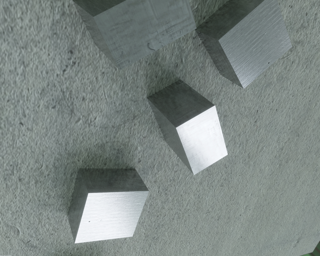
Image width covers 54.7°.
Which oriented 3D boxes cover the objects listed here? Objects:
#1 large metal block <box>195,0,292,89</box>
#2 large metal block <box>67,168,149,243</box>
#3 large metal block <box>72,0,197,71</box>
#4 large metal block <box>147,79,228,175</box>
[{"bbox_3d":[0.103,-0.110,0.379,0.080,0.050,0.080,-41,130,0],"label":"large metal block"},{"bbox_3d":[-0.071,0.101,0.414,0.081,0.050,0.079,5,116,-31],"label":"large metal block"},{"bbox_3d":[-0.026,-0.107,0.291,0.080,0.080,0.050,-31,129,-9],"label":"large metal block"},{"bbox_3d":[0.034,-0.003,0.388,0.050,0.080,0.080,-30,129,-9],"label":"large metal block"}]
